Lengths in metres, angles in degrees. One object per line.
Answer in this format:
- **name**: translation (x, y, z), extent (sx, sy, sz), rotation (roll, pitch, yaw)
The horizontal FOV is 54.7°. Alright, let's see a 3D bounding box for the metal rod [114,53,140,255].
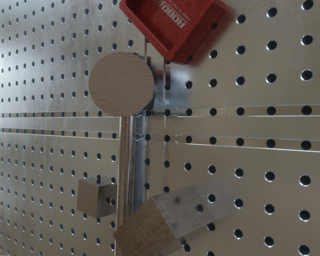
- **metal rod**: translation (-0.048, 0.044, 0.446), extent (0.025, 0.025, 0.298), rotation (4, 93, 39)

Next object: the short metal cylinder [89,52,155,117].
- **short metal cylinder**: translation (-0.047, -0.055, 0.404), extent (0.081, 0.050, 0.079), rotation (0, 92, 1)

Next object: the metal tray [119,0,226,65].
- **metal tray**: translation (0.010, -0.155, 0.396), extent (0.090, 0.030, 0.130), rotation (-52, 60, 27)

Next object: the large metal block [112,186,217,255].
- **large metal block**: translation (0.006, 0.118, 0.367), extent (0.080, 0.081, 0.050), rotation (-49, 62, 29)

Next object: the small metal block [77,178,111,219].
- **small metal block**: translation (-0.106, 0.110, 0.494), extent (0.050, 0.025, 0.050), rotation (9, 95, 39)
